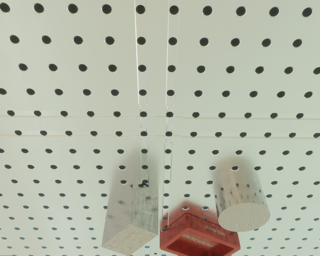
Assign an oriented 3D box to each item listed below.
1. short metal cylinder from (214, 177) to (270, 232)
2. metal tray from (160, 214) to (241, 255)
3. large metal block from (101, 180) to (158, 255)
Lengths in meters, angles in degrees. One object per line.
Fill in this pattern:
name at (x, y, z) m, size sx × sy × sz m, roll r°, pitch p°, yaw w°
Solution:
short metal cylinder at (0.131, 0.125, 0.503) m, size 0.081 × 0.050 × 0.079 m, roll 0°, pitch 130°, yaw 0°
metal tray at (0.076, 0.217, 0.593) m, size 0.131 × 0.030 × 0.090 m, roll 27°, pitch 125°, yaw -22°
large metal block at (-0.047, 0.145, 0.499) m, size 0.050 × 0.080 × 0.080 m, roll 30°, pitch 124°, yaw -23°
